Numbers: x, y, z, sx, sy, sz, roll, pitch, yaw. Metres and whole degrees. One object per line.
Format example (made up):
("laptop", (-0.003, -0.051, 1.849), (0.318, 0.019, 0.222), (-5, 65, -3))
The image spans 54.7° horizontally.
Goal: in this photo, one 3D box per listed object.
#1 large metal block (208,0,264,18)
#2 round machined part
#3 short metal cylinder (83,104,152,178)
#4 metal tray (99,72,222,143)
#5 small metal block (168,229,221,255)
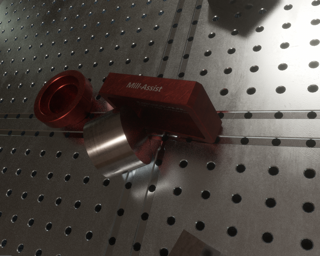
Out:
("large metal block", (0.121, -0.223, 0.465), (0.080, 0.050, 0.080), (-46, 51, -4))
("round machined part", (-0.149, -0.042, 0.499), (0.098, 0.042, 0.098), (-13, 56, 20))
("short metal cylinder", (-0.051, 0.017, 0.388), (0.050, 0.080, 0.080), (-23, 53, 14))
("metal tray", (0.001, -0.025, 0.380), (0.130, 0.090, 0.030), (12, 68, 32))
("small metal block", (0.029, 0.131, 0.296), (0.025, 0.050, 0.050), (24, 75, 36))
